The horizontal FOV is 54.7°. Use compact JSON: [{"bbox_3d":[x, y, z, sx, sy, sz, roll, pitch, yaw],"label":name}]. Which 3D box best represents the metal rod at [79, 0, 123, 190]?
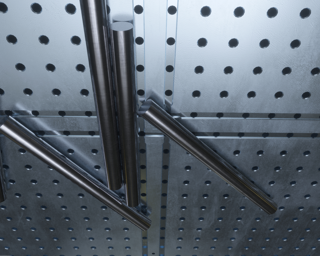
[{"bbox_3d":[-0.068,-0.025,0.388,0.025,0.025,0.298,0,130,-1],"label":"metal rod"}]

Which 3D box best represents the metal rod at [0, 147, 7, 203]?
[{"bbox_3d":[-0.229,0.001,0.408,0.025,0.025,0.298,9,130,-8],"label":"metal rod"}]

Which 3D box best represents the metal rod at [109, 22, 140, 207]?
[{"bbox_3d":[-0.042,0.008,0.417,0.025,0.025,0.298,0,130,-1],"label":"metal rod"}]

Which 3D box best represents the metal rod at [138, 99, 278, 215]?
[{"bbox_3d":[0.086,0.055,0.459,0.025,0.025,0.301,-37,122,26],"label":"metal rod"}]

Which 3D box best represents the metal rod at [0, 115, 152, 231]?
[{"bbox_3d":[-0.115,0.083,0.480,0.025,0.025,0.300,-30,125,22],"label":"metal rod"}]
